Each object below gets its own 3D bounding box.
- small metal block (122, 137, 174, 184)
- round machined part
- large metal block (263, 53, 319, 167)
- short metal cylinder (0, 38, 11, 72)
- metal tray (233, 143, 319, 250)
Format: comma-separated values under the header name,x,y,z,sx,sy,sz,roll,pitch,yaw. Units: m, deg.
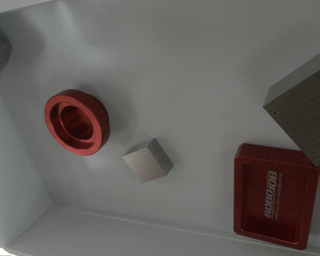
name,x,y,z,sx,sy,sz,roll,pitch,yaw
small metal block,-0.017,0.048,0.446,0.050,0.025,0.050,-24,106,36
round machined part,-0.114,-0.011,0.449,0.098,0.042,0.097,13,124,20
large metal block,0.160,-0.023,0.294,0.080,0.050,0.080,47,129,-5
short metal cylinder,-0.263,-0.104,0.442,0.050,0.080,0.080,39,129,-6
metal tray,0.140,0.086,0.384,0.090,0.030,0.129,7,122,24
